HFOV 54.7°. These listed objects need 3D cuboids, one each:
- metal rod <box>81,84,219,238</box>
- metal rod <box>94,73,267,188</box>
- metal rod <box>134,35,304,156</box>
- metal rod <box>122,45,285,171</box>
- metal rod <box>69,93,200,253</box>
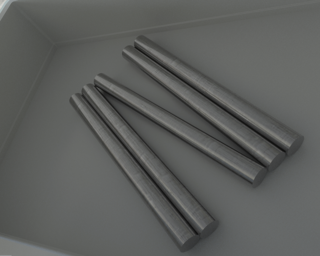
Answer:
[{"bbox_3d":[-0.032,0.021,0.409,0.025,0.025,0.300,-44,51,-2],"label":"metal rod"},{"bbox_3d":[0.003,-0.013,0.411,0.300,0.025,0.025,33,80,38],"label":"metal rod"},{"bbox_3d":[0.054,-0.061,0.413,0.025,0.025,0.300,-45,51,-3],"label":"metal rod"},{"bbox_3d":[0.035,-0.044,0.413,0.025,0.025,0.300,-45,51,-3],"label":"metal rod"},{"bbox_3d":[-0.052,0.036,0.410,0.025,0.025,0.300,-44,51,-2],"label":"metal rod"}]
